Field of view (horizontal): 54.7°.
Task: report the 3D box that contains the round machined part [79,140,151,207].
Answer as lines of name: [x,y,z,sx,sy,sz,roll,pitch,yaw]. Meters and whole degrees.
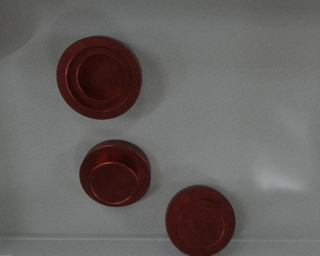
round machined part: [-0.062,0.069,0.427,0.099,0.042,0.097,0,110,0]

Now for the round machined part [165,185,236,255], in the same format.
round machined part: [0.057,0.132,0.433,0.099,0.042,0.097,0,87,-2]

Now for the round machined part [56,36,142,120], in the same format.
round machined part: [-0.071,-0.063,0.378,0.099,0.042,0.097,0,110,0]
